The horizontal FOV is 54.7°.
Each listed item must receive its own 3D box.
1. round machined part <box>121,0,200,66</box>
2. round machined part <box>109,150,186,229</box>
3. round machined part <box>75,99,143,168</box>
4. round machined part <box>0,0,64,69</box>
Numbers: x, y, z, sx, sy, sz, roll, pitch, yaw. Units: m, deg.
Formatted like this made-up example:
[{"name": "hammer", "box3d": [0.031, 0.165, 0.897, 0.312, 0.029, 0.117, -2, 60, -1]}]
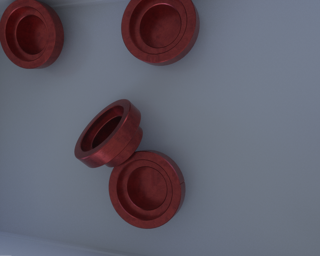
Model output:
[{"name": "round machined part", "box3d": [0.003, -0.129, 0.400, 0.098, 0.042, 0.097, 0, 90, 20]}, {"name": "round machined part", "box3d": [-0.014, 0.077, 0.406, 0.098, 0.042, 0.097, 0, 90, 20]}, {"name": "round machined part", "box3d": [-0.061, 0.012, 0.404, 0.098, 0.098, 0.042, -36, 119, 16]}, {"name": "round machined part", "box3d": [-0.184, -0.137, 0.461, 0.098, 0.042, 0.097, 3, 101, 18]}]
